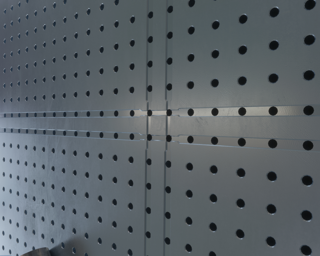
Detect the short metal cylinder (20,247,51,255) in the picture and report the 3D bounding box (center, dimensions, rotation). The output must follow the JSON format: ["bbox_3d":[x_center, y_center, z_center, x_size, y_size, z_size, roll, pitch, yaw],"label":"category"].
[{"bbox_3d":[-0.236,0.264,0.568,0.080,0.081,0.050,-47,62,30],"label":"short metal cylinder"}]
